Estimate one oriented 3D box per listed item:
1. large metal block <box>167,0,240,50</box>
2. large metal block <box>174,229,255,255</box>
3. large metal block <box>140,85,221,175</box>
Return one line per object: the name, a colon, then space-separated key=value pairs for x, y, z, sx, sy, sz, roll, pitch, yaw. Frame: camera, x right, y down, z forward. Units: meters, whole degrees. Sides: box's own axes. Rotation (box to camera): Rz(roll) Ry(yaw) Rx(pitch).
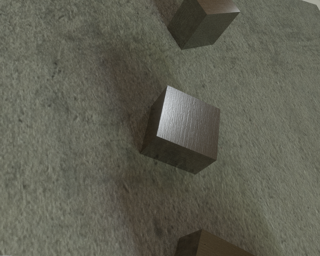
large metal block: x=0.072 y=-0.182 z=0.520 sx=0.081 sy=0.080 sz=0.050 roll=-20 pitch=73 yaw=-36
large metal block: x=0.055 y=0.164 z=0.319 sx=0.080 sy=0.050 sz=0.080 roll=30 pitch=52 yaw=-10
large metal block: x=0.028 y=0.003 z=0.403 sx=0.080 sy=0.050 sz=0.080 roll=23 pitch=53 yaw=-15
